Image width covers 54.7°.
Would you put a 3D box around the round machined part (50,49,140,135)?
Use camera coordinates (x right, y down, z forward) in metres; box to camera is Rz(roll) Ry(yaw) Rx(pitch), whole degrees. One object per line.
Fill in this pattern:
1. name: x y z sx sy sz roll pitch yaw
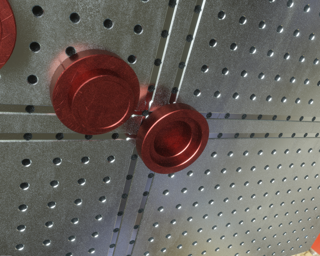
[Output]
1. round machined part: -0.068 -0.034 0.343 0.099 0.042 0.097 -14 125 -21

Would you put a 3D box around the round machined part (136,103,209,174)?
1. round machined part: 0.013 0.010 0.415 0.099 0.042 0.097 -14 125 -21

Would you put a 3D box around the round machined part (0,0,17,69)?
1. round machined part: -0.172 -0.088 0.252 0.099 0.042 0.097 -14 125 -21
